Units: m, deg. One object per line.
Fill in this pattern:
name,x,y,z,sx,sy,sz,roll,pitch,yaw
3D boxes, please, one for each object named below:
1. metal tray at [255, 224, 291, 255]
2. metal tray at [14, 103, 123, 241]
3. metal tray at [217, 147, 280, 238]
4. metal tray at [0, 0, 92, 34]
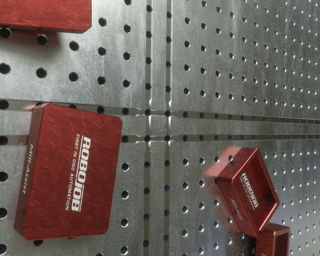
metal tray,0.204,0.247,0.565,0.090,0.030,0.129,14,81,-49
metal tray,-0.093,0.046,0.328,0.091,0.030,0.129,11,83,-39
metal tray,0.156,0.110,0.535,0.090,0.030,0.130,-41,115,-32
metal tray,-0.111,-0.157,0.282,0.091,0.030,0.129,-2,101,-23
